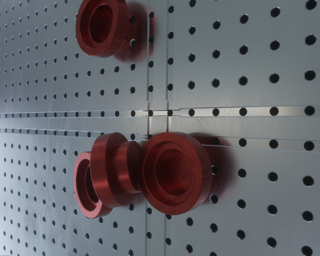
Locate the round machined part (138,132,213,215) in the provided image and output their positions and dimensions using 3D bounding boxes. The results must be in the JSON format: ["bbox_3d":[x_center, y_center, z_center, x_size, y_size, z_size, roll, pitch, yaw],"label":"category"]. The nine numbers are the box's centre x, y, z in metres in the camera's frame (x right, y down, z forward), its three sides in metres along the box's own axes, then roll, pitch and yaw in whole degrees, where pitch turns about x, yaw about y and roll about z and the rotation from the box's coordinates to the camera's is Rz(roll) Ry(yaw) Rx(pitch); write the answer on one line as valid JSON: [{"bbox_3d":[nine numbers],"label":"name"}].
[{"bbox_3d":[0.022,0.053,0.381,0.098,0.042,0.097,0,90,39],"label":"round machined part"}]

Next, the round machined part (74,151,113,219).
[{"bbox_3d":[-0.090,0.082,0.467,0.098,0.042,0.097,3,94,51],"label":"round machined part"}]

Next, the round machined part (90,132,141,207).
[{"bbox_3d":[-0.048,0.053,0.409,0.042,0.098,0.098,-11,83,16],"label":"round machined part"}]

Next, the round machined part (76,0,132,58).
[{"bbox_3d":[-0.080,-0.154,0.466,0.098,0.042,0.097,0,90,40],"label":"round machined part"}]
